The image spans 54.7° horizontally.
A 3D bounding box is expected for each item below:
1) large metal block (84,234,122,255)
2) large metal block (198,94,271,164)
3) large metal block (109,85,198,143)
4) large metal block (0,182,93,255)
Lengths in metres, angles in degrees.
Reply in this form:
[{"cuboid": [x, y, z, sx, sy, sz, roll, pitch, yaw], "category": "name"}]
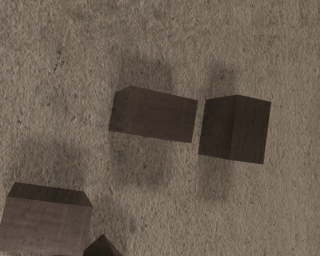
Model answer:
[{"cuboid": [-0.074, 0.180, 0.353, 0.080, 0.080, 0.050, -40, 103, -16], "category": "large metal block"}, {"cuboid": [0.098, 0.002, 0.417, 0.050, 0.080, 0.080, 9, 87, -20], "category": "large metal block"}, {"cuboid": [-0.011, -0.014, 0.377, 0.081, 0.080, 0.050, 10, 87, -20], "category": "large metal block"}, {"cuboid": [-0.123, 0.096, 0.335, 0.081, 0.080, 0.050, 13, 86, -20], "category": "large metal block"}]
